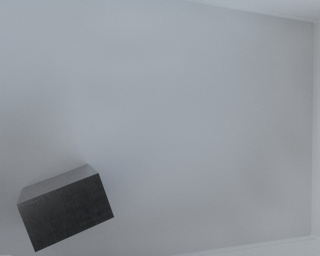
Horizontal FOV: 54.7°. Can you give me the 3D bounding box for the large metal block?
[{"bbox_3d":[-0.105,0.082,0.343,0.081,0.080,0.050,-20,97,-19],"label":"large metal block"}]
